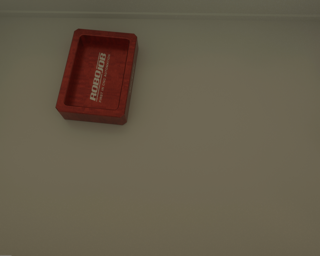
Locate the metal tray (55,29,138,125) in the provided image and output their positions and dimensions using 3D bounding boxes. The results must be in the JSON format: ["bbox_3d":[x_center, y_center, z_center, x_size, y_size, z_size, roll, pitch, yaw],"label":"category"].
[{"bbox_3d":[-0.084,-0.073,0.433,0.090,0.030,0.130,6,70,2],"label":"metal tray"}]
